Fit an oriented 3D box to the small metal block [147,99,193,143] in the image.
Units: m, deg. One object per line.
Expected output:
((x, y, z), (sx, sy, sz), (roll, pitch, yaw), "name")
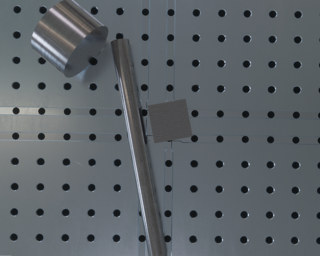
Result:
((0.013, -0.009, 0.414), (0.050, 0.025, 0.050), (-10, 90, 0), "small metal block")

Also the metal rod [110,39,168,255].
((-0.027, 0.032, 0.413), (0.025, 0.025, 0.298), (-10, 90, 0), "metal rod")

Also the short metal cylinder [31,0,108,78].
((-0.110, -0.110, 0.385), (0.050, 0.080, 0.080), (40, 90, 0), "short metal cylinder")
